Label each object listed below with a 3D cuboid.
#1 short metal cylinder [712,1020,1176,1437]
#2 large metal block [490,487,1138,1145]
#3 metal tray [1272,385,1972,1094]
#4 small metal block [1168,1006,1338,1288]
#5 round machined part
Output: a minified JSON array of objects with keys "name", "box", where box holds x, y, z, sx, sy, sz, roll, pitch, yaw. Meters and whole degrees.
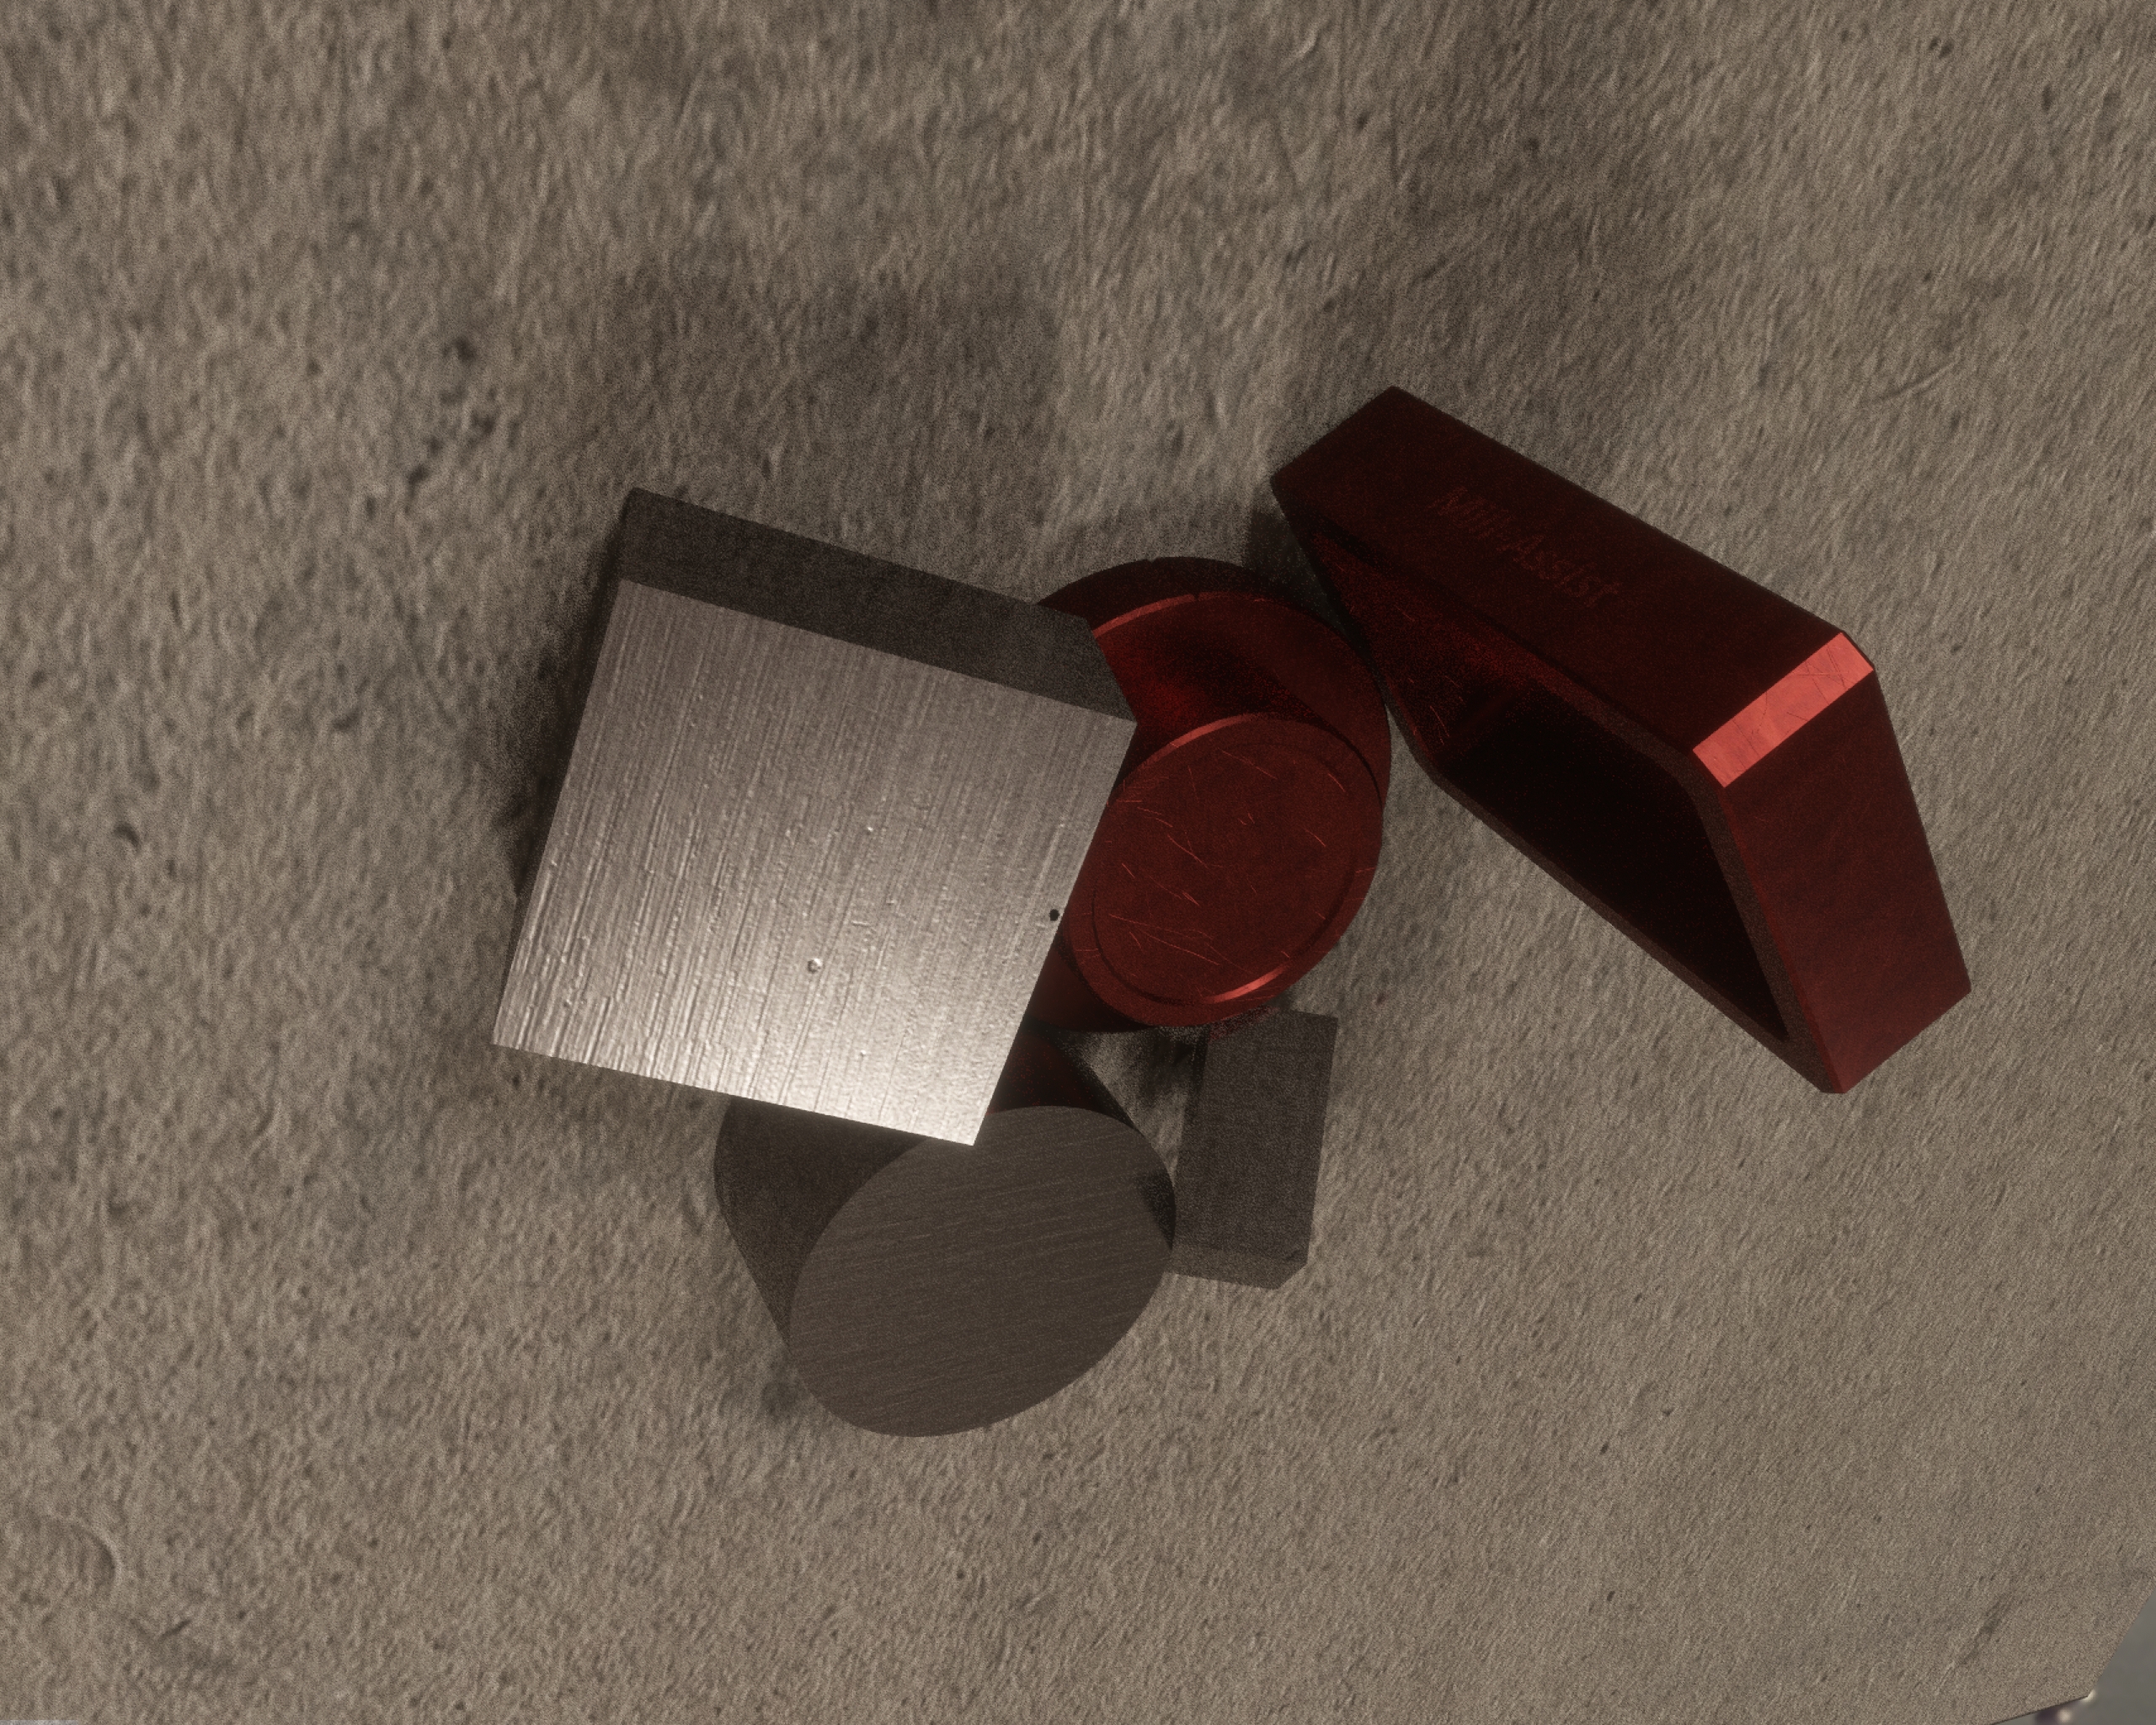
[{"name":"short metal cylinder","box":[-0.027,0.068,0.421,0.081,0.050,0.079,-14,125,-21]},{"name":"large metal block","box":[-0.046,-0.007,0.348,0.081,0.050,0.079,15,112,-16]},{"name":"metal tray","box":[0.094,-0.025,0.377,0.030,0.130,0.090,-38,130,-3]},{"name":"small metal block","box":[0.035,0.060,0.436,0.025,0.050,0.050,9,162,1]},{"name":"round machined part","box":[0.020,-0.007,0.406,0.099,0.042,0.097,-14,125,-21]}]
